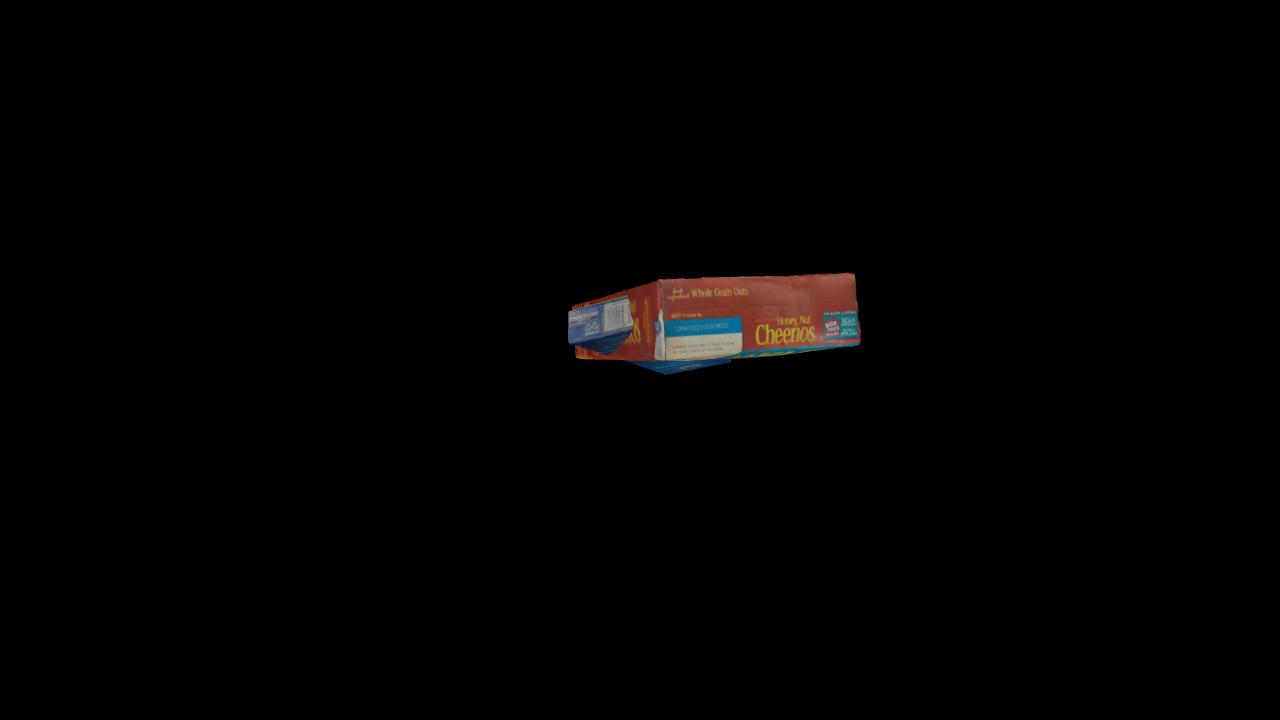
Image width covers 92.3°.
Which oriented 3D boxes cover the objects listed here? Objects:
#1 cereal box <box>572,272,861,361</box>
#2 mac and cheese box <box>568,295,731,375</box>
[{"bbox_3d":[0.059,-0.041,0.678,0.203,0.081,0.306,-5,3,-21],"label":"cereal box"},{"bbox_3d":[0.016,-0.023,0.663,0.093,0.041,0.184,-13,-18,31],"label":"mac and cheese box"}]
